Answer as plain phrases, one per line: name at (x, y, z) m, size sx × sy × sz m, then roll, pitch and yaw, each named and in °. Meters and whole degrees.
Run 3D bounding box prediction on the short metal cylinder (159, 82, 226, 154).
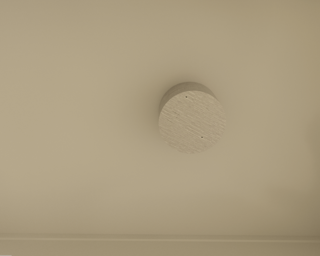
short metal cylinder at (0.039, -0.014, 0.393) m, size 0.080 × 0.050 × 0.079 m, roll 0°, pitch 110°, yaw 0°
